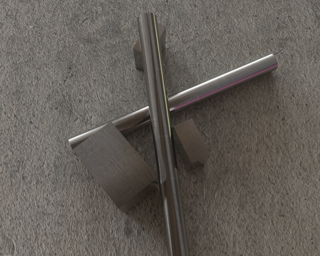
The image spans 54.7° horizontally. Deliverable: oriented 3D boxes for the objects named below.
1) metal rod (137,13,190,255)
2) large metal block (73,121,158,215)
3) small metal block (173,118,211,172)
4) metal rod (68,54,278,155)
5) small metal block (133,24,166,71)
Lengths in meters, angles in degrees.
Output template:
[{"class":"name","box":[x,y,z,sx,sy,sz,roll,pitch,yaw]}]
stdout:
[{"class":"metal rod","box":[0.003,0.005,0.375,0.025,0.025,0.298,-7,82,-3]},{"class":"large metal block","box":[-0.047,0.050,0.360,0.050,0.080,0.080,-38,75,-13]},{"class":"small metal block","box":[0.037,0.023,0.387,0.025,0.050,0.050,-23,72,-8]},{"class":"metal rod","box":[0.025,-0.035,0.421,0.302,0.025,0.025,-24,72,-9]},{"class":"small metal block","box":[-0.014,-0.113,0.436,0.025,0.050,0.050,23,72,8]}]
